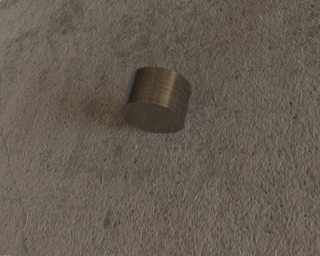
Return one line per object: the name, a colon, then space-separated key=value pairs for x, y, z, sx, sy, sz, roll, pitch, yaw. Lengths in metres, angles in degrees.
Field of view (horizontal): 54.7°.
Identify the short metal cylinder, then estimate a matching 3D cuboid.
short metal cylinder: x=-0.004 y=-0.033 z=0.392 sx=0.080 sy=0.080 sz=0.050 roll=-1 pitch=62 yaw=27
